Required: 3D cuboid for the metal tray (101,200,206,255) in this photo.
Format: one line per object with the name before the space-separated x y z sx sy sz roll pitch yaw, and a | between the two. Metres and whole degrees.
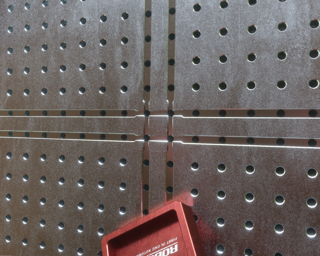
metal tray | -0.011 0.160 0.391 0.130 0.030 0.090 -31 49 17
